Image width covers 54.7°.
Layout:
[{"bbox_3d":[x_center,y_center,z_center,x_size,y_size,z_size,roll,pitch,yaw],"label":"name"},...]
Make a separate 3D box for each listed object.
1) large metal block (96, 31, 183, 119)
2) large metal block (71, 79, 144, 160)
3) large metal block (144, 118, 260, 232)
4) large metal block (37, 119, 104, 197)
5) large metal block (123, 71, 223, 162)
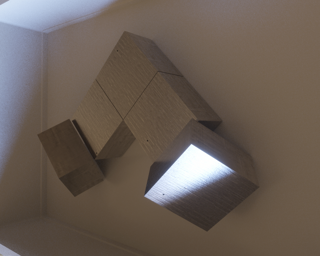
[{"bbox_3d":[-0.030,-0.067,0.413,0.080,0.050,0.080,-51,60,28],"label":"large metal block"},{"bbox_3d":[-0.075,-0.012,0.450,0.080,0.050,0.080,-51,60,28],"label":"large metal block"},{"bbox_3d":[0.042,0.050,0.326,0.080,0.050,0.080,32,118,-12],"label":"large metal block"},{"bbox_3d":[-0.134,0.047,0.471,0.080,0.050,0.080,54,164,26],"label":"large metal block"},{"bbox_3d":[0.013,-0.009,0.377,0.080,0.050,0.080,-51,60,28],"label":"large metal block"}]
